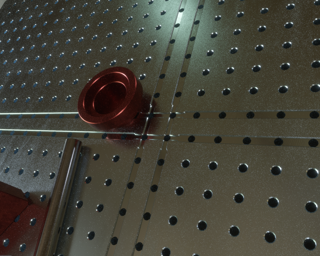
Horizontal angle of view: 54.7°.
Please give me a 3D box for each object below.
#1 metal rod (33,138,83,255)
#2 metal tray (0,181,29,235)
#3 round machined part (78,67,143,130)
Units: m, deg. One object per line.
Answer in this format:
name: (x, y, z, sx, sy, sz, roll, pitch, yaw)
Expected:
metal rod: (-0.143, 0.151, 0.390, 0.025, 0.025, 0.299, -8, 58, 24)
metal tray: (-0.261, 0.130, 0.423, 0.130, 0.090, 0.030, -49, 51, -6)
round machined part: (-0.069, -0.039, 0.457, 0.098, 0.042, 0.098, -13, 56, 21)
